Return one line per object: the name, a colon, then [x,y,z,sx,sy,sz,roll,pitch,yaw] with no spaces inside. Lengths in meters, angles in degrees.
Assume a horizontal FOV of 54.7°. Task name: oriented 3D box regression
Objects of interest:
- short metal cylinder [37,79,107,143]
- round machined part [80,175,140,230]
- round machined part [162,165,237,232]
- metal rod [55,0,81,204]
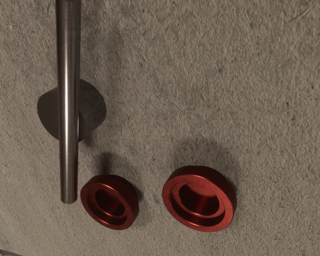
short metal cylinder: [-0.124,-0.024,0.439,0.080,0.050,0.079,13,124,20]
round machined part: [-0.077,0.116,0.506,0.098,0.042,0.097,13,124,20]
round machined part: [0.056,0.091,0.421,0.098,0.042,0.097,13,124,20]
metal rod: [-0.116,-0.011,0.394,0.025,0.025,0.298,22,127,14]
